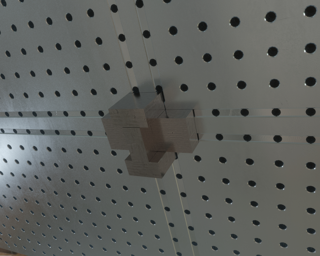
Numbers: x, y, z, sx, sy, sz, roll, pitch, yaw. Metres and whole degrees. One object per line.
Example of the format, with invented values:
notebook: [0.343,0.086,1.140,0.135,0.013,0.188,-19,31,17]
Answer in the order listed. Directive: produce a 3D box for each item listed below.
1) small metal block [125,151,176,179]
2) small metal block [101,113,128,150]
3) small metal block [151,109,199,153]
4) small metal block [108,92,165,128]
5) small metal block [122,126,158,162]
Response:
small metal block: [-0.012,0.042,0.426,0.050,0.050,0.025,1,119,27]
small metal block: [-0.048,0.003,0.437,0.050,0.025,0.050,1,119,27]
small metal block: [0.019,0.004,0.402,0.050,0.025,0.050,1,119,27]
small metal block: [-0.028,-0.024,0.393,0.050,0.050,0.025,1,119,27]
small metal block: [-0.020,0.009,0.409,0.025,0.050,0.050,1,119,27]
